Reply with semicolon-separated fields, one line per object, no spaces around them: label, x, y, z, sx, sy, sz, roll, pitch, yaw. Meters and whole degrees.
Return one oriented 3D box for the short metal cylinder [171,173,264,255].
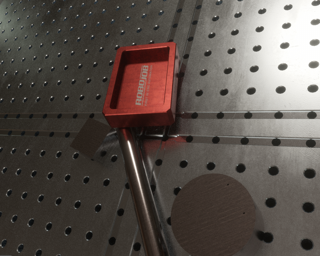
short metal cylinder;0.057;0.091;0.305;0.080;0.050;0.080;-13;56;20

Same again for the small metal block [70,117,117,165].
small metal block;-0.092;0.018;0.444;0.050;0.025;0.050;21;73;35

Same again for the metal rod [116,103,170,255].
metal rod;-0.023;0.076;0.372;0.025;0.025;0.299;-27;52;11

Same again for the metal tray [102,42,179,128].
metal tray;-0.023;-0.063;0.434;0.090;0.030;0.130;-2;55;12
